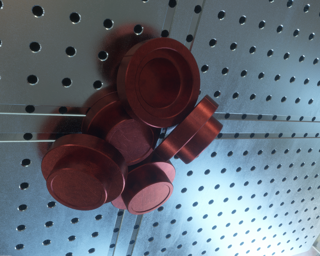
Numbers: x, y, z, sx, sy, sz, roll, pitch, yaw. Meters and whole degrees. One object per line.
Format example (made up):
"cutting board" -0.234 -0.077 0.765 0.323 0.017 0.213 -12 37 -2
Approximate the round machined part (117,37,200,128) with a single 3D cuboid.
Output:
"round machined part" -0.005 -0.051 0.353 0.099 0.042 0.097 -6 101 -33

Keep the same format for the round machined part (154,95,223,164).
"round machined part" 0.041 0.007 0.391 0.042 0.098 0.098 43 95 2

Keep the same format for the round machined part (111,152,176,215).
"round machined part" -0.021 0.081 0.424 0.099 0.042 0.097 -20 139 -18

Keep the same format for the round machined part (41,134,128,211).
"round machined part" -0.090 0.058 0.357 0.099 0.042 0.097 4 127 6

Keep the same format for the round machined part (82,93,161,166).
"round machined part" -0.042 0.008 0.382 0.099 0.042 0.097 -14 125 -21
